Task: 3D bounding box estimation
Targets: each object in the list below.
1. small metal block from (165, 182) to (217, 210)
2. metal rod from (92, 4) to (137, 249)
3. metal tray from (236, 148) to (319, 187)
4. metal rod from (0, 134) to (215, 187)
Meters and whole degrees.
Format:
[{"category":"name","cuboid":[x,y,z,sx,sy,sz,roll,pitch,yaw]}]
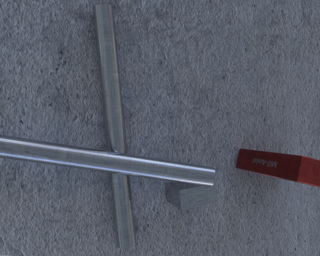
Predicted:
[{"category":"small metal block","cuboid":[0.040,0.086,0.411,0.050,0.050,0.025,-6,93,-20]},{"category":"metal rod","cuboid":[-0.056,0.000,0.388,0.025,0.025,0.298,-6,92,-20]},{"category":"metal tray","cuboid":[0.177,0.056,0.419,0.091,0.130,0.030,15,85,-20]},{"category":"metal rod","cuboid":[-0.081,0.036,0.356,0.302,0.025,0.025,10,87,-12]}]
